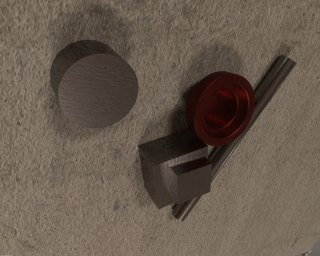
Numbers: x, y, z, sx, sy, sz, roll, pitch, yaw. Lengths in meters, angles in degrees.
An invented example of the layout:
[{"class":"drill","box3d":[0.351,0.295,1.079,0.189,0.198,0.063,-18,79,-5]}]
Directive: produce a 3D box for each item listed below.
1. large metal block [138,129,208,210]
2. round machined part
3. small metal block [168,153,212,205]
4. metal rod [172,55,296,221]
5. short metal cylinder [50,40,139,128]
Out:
[{"class":"large metal block","box3d":[0.020,0.057,0.439,0.081,0.050,0.079,-18,126,-18]},{"class":"round machined part","box3d":[0.075,-0.028,0.415,0.099,0.042,0.097,-12,115,-26]},{"class":"small metal block","box3d":[0.039,0.066,0.406,0.050,0.025,0.050,-16,125,-20]},{"class":"metal rod","box3d":[0.109,0.023,0.482,0.025,0.025,0.299,23,106,-37]},{"class":"short metal cylinder","box3d":[-0.069,-0.046,0.325,0.081,0.050,0.079,-14,125,-21]}]
